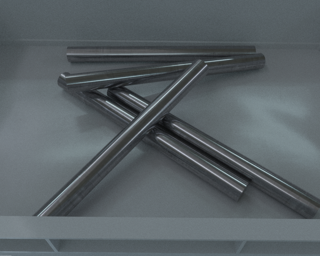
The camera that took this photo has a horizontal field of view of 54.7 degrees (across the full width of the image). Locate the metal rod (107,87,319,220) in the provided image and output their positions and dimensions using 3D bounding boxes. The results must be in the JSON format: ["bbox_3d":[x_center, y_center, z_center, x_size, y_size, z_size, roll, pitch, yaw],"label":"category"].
[{"bbox_3d":[0.050,0.017,0.391,0.300,0.025,0.025,31,57,23],"label":"metal rod"}]

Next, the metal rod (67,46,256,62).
[{"bbox_3d":[0.003,-0.121,0.506,0.302,0.025,0.025,-1,50,-1],"label":"metal rod"}]

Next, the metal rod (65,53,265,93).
[{"bbox_3d":[0.019,-0.083,0.454,0.302,0.025,0.025,-10,51,-17],"label":"metal rod"}]

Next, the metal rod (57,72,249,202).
[{"bbox_3d":[-0.025,0.000,0.404,0.300,0.025,0.025,31,57,23],"label":"metal rod"}]

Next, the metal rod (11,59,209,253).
[{"bbox_3d":[-0.041,0.016,0.363,0.025,0.025,0.301,34,65,24],"label":"metal rod"}]
